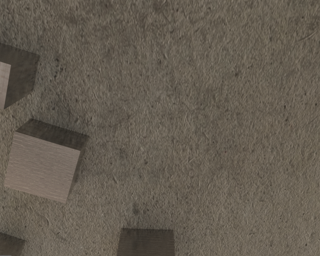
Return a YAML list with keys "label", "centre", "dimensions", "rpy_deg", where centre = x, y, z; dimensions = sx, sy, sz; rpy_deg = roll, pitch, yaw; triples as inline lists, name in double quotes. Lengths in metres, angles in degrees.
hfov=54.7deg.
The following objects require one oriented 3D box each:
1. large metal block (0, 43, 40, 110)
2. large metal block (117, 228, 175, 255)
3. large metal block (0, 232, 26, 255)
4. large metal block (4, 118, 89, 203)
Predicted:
- label: "large metal block"
  centre: [-0.197, -0.067, 0.354]
  dimensions: [0.080, 0.080, 0.050]
  rpy_deg: [17, 109, -6]
- label: "large metal block"
  centre: [-0.020, 0.194, 0.452]
  dimensions: [0.081, 0.080, 0.050]
  rpy_deg: [2, 110, -1]
- label: "large metal block"
  centre: [-0.249, 0.215, 0.458]
  dimensions: [0.050, 0.080, 0.079]
  rpy_deg: [22, 109, -8]
- label: "large metal block"
  centre: [-0.148, 0.043, 0.411]
  dimensions: [0.080, 0.050, 0.079]
  rpy_deg: [18, 109, -7]
